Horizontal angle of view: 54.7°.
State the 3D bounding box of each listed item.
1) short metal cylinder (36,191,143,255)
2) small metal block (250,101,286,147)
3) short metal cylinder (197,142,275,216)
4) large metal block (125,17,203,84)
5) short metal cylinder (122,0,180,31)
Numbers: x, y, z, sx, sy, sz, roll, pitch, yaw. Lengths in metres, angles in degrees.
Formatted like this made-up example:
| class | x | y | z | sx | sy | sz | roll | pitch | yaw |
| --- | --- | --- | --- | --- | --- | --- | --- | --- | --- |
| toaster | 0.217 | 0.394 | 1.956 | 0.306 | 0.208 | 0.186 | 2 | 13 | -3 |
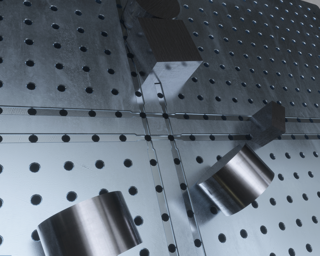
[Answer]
| class | x | y | z | sx | sy | sz | roll | pitch | yaw |
| --- | --- | --- | --- | --- | --- | --- | --- | --- | --- |
| short metal cylinder | -0.062 | 0.098 | 0.280 | 0.081 | 0.080 | 0.050 | -15 | 70 | -34 |
| small metal block | 0.169 | -0.006 | 0.486 | 0.025 | 0.050 | 0.050 | 25 | 53 | -13 |
| short metal cylinder | 0.093 | 0.062 | 0.384 | 0.050 | 0.080 | 0.080 | 48 | 51 | 5 |
| large metal block | 0.005 | -0.116 | 0.465 | 0.081 | 0.050 | 0.080 | -9 | 67 | -32 |
| short metal cylinder | -0.015 | -0.187 | 0.498 | 0.081 | 0.050 | 0.080 | 14 | 56 | -21 |
